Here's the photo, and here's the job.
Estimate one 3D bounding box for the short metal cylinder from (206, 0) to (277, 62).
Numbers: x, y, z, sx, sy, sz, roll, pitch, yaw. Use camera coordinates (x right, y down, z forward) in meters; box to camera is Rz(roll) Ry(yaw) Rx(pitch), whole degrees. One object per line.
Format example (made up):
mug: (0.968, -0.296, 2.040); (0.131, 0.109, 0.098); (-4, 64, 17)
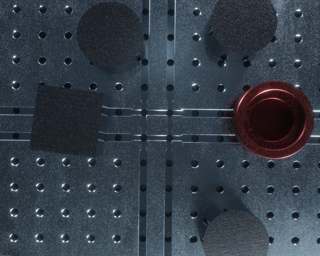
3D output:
short metal cylinder: (0.103, -0.130, 0.401); (0.081, 0.050, 0.079); (0, 90, 0)

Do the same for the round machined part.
round machined part: (0.143, -0.010, 0.406); (0.099, 0.042, 0.097); (0, 90, 0)

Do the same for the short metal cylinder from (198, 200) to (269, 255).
short metal cylinder: (0.093, 0.140, 0.402); (0.081, 0.050, 0.079); (0, 90, 0)

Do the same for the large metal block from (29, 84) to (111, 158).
large metal block: (-0.113, -0.009, 0.400); (0.080, 0.050, 0.080); (8, 90, 0)

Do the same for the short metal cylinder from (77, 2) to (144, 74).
short metal cylinder: (-0.061, -0.114, 0.400); (0.081, 0.050, 0.079); (0, 90, 0)
